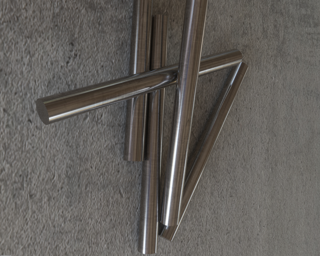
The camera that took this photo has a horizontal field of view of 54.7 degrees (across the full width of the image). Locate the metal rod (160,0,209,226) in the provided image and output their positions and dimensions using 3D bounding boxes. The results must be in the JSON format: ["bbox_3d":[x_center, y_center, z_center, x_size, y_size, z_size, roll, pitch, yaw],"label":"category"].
[{"bbox_3d":[0.029,-0.027,0.370,0.025,0.025,0.298,-2,103,-40],"label":"metal rod"}]

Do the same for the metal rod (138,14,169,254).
[{"bbox_3d":[-0.008,0.006,0.397,0.025,0.025,0.298,5,87,-40],"label":"metal rod"}]

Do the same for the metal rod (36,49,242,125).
[{"bbox_3d":[0.003,-0.061,0.373,0.302,0.025,0.025,-23,105,-38],"label":"metal rod"}]

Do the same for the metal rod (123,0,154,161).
[{"bbox_3d":[-0.024,-0.109,0.384,0.025,0.025,0.298,6,87,-40],"label":"metal rod"}]

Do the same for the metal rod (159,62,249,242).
[{"bbox_3d":[0.070,0.021,0.463,0.025,0.025,0.300,42,65,-32],"label":"metal rod"}]
